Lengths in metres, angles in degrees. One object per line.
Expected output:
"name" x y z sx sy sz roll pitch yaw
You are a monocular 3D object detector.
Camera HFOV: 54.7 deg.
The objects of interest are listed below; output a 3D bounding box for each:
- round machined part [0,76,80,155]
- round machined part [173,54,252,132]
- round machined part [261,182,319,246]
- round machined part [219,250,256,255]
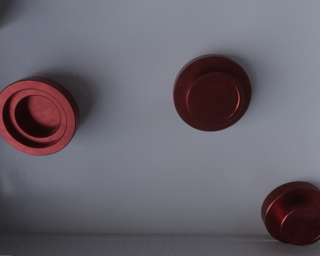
"round machined part" -0.151 -0.018 0.394 0.099 0.042 0.097 0 110 0
"round machined part" 0.066 -0.040 0.388 0.099 0.042 0.097 0 110 0
"round machined part" 0.203 0.131 0.452 0.099 0.042 0.097 0 110 0
"round machined part" 0.127 0.250 0.498 0.099 0.042 0.097 0 110 0
